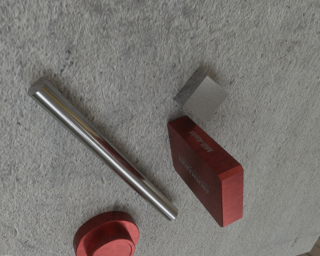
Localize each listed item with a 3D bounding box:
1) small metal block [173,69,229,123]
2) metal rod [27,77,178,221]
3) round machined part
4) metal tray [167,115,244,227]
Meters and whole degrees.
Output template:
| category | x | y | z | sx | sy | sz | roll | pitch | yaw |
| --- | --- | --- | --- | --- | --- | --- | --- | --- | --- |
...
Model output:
| category | x | y | z | sx | sy | sz | roll | pitch | yaw |
| --- | --- | --- | --- | --- | --- | --- | --- | --- | --- |
| small metal block | 0.055 | -0.042 | 0.413 | 0.050 | 0.025 | 0.050 | 31 | 101 | -38 |
| metal rod | -0.053 | 0.048 | 0.409 | 0.025 | 0.025 | 0.300 | -40 | 130 | -2 |
| round machined part | -0.076 | 0.176 | 0.465 | 0.099 | 0.042 | 0.097 | -14 | 125 | -21 |
| metal tray | 0.056 | 0.052 | 0.403 | 0.030 | 0.130 | 0.089 | -21 | 127 | -16 |
